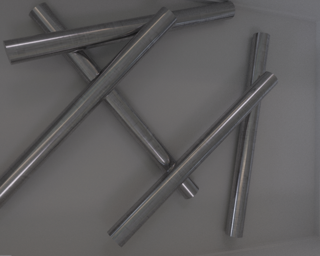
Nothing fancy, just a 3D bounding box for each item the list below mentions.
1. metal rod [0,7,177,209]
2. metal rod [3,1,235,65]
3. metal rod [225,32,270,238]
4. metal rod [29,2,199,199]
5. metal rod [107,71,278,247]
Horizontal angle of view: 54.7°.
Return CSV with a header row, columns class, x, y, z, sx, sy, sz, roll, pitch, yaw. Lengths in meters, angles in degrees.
class,x,y,z,sx,sy,sz,roll,pitch,yaw
metal rod,-0.090,-0.024,0.355,0.025,0.025,0.300,44,84,-15
metal rod,-0.028,-0.123,0.382,0.302,0.025,0.025,-20,97,-26
metal rod,0.130,0.008,0.458,0.025,0.025,0.298,10,87,-20
metal rod,-0.049,-0.024,0.392,0.025,0.025,0.300,-43,104,-15
metal rod,0.052,0.030,0.401,0.301,0.025,0.025,-44,104,-15
